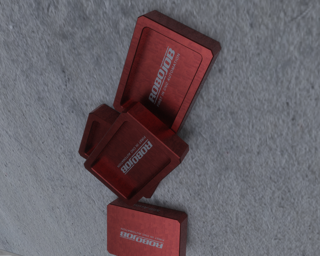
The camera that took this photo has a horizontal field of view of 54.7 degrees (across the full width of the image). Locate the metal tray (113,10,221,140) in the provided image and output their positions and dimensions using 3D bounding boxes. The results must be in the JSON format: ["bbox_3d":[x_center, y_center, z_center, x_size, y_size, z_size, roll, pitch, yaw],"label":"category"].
[{"bbox_3d":[0.003,-0.057,0.365,0.090,0.030,0.129,30,128,8],"label":"metal tray"}]

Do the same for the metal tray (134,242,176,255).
[{"bbox_3d":[0.015,0.273,0.563,0.130,0.030,0.090,44,129,-3],"label":"metal tray"}]

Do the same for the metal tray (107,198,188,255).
[{"bbox_3d":[-0.023,0.171,0.501,0.130,0.030,0.089,6,101,24],"label":"metal tray"}]

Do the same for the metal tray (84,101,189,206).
[{"bbox_3d":[-0.035,0.038,0.404,0.090,0.030,0.129,41,129,-1],"label":"metal tray"}]

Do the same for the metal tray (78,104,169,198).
[{"bbox_3d":[-0.050,0.035,0.449,0.130,0.030,0.089,32,128,7],"label":"metal tray"}]
